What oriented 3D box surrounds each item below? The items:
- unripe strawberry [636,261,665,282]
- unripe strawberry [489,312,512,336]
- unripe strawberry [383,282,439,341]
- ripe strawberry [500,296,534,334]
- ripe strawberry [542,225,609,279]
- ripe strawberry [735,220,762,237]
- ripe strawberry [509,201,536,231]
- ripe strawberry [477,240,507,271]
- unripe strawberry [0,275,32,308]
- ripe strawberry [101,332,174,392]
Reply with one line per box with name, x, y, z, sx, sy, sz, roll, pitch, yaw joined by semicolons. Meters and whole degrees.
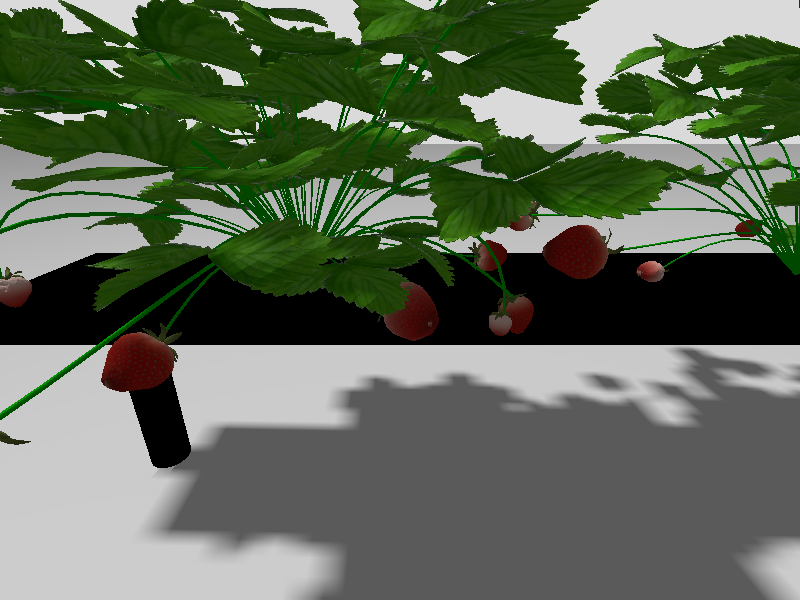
unripe strawberry;0.216;-0.024;0.346;0.019;0.019;0.021;-5;24;-7
unripe strawberry;0.062;0.016;0.249;0.015;0.015;0.014;19;29;37
unripe strawberry;0.007;0.008;0.246;0.033;0.038;0.036;-16;28;-33
ripe strawberry;0.076;0.010;0.262;0.023;0.023;0.025;-12;11;40
ripe strawberry;0.154;-0.043;0.354;0.052;0.045;0.052;-1;23;-1
ripe strawberry;0.427;-0.088;0.491;0.025;0.021;0.025;10;15;22
ripe strawberry;0.154;-0.115;0.525;0.044;0.046;0.040;18;29;37
ripe strawberry;0.085;-0.041;0.371;0.029;0.030;0.026;0;23;-3
unripe strawberry;-0.289;-0.006;0.300;0.023;0.023;0.025;-8;24;-18
ripe strawberry;-0.133;0.032;0.201;0.032;0.027;0.032;6;31;14
